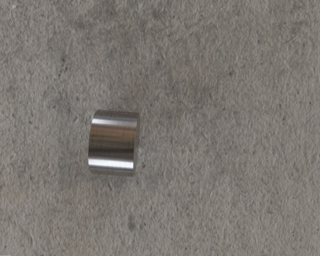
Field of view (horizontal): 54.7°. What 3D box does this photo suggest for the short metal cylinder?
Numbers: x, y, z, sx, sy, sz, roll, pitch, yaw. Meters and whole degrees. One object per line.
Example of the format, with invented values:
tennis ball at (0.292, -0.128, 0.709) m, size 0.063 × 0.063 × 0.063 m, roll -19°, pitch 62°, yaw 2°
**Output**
short metal cylinder at (-0.054, 0.019, 0.382) m, size 0.050 × 0.080 × 0.079 m, roll 5°, pitch 90°, yaw 0°
